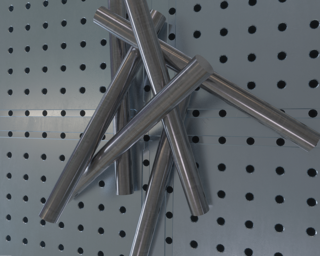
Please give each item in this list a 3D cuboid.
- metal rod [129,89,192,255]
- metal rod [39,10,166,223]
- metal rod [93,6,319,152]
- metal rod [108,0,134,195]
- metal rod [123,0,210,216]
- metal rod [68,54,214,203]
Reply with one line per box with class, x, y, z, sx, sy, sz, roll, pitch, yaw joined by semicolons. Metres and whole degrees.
metal rod;-0.007;0.091;0.415;0.025;0.025;0.298;17;96;19
metal rod;-0.072;-0.018;0.403;0.025;0.025;0.299;26;85;18
metal rod;0.049;-0.063;0.373;0.300;0.025;0.025;33;101;8
metal rod;-0.055;-0.058;0.432;0.025;0.025;0.298;-3;89;20
metal rod;0.007;-0.034;0.368;0.025;0.025;0.299;-14;101;19
metal rod;-0.051;0.020;0.387;0.299;0.025;0.025;-41;77;32
